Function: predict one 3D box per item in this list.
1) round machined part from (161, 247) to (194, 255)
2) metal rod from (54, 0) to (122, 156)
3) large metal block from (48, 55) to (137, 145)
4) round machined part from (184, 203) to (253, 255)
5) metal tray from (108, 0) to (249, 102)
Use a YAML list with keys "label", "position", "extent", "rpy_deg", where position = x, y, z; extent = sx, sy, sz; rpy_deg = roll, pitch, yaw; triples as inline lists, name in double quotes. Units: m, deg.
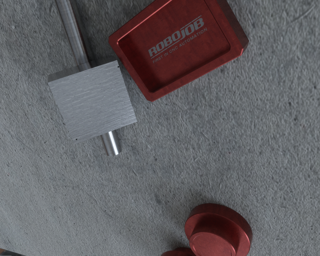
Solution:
- label: "round machined part"
  position: [0.044, 0.241, 0.522]
  extent: [0.098, 0.042, 0.097]
  rpy_deg: [13, 124, 21]
- label: "metal rod"
  position: [-0.100, -0.095, 0.400]
  extent: [0.025, 0.025, 0.298]
  rpy_deg: [1, 119, 27]
- label: "large metal block"
  position: [-0.083, -0.037, 0.385]
  extent: [0.081, 0.050, 0.080]
  rpy_deg: [-21, 114, -11]
- label: "round machined part"
  position: [0.081, 0.162, 0.453]
  extent: [0.098, 0.042, 0.097]
  rpy_deg: [13, 124, 21]
- label: "metal tray"
  position: [0.016, -0.094, 0.336]
  extent: [0.130, 0.030, 0.090]
  rpy_deg: [-24, 106, 36]
